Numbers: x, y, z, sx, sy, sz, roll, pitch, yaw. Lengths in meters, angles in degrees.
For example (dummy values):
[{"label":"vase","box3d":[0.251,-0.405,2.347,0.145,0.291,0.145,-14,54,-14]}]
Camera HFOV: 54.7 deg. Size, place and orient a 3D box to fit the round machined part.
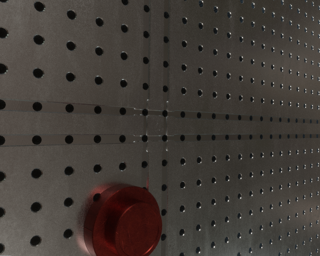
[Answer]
[{"label":"round machined part","box3d":[-0.036,0.119,0.370,0.099,0.042,0.097,0,90,-40]}]
